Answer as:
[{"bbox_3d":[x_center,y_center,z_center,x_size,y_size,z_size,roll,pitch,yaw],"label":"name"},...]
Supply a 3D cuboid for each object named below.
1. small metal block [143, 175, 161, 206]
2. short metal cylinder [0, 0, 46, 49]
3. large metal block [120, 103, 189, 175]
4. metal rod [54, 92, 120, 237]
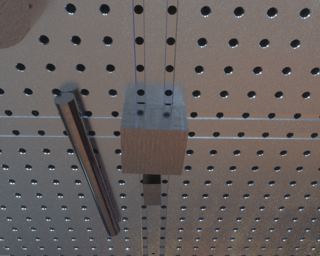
[{"bbox_3d":[-0.011,0.080,0.464,0.025,0.050,0.050,-1,130,0],"label":"small metal block"},{"bbox_3d":[-0.155,-0.122,0.289,0.081,0.050,0.079,0,130,0],"label":"short metal cylinder"},{"bbox_3d":[-0.009,0.016,0.409,0.081,0.050,0.079,2,130,-3],"label":"large metal block"},{"bbox_3d":[-0.101,0.076,0.474,0.025,0.025,0.298,-5,130,4],"label":"metal rod"}]
